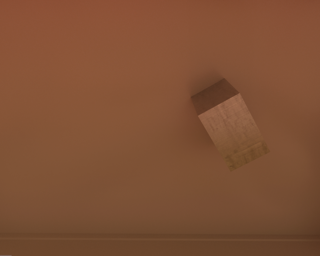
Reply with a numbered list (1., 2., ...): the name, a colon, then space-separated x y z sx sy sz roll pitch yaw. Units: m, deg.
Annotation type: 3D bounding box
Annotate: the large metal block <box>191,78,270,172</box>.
1. large metal block: 0.083 -0.007 0.381 0.050 0.080 0.080 -29 108 10
